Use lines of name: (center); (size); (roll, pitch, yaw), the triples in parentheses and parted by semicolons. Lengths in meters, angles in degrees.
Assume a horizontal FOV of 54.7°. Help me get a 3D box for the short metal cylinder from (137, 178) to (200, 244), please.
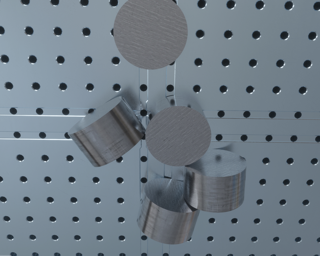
short metal cylinder: (0.013, 0.112, 0.425); (0.081, 0.080, 0.050); (12, 110, -5)

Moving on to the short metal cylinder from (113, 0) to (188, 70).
short metal cylinder: (-0.010, -0.112, 0.359); (0.081, 0.050, 0.079); (0, 110, 0)

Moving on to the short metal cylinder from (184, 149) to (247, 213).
short metal cylinder: (0.071, 0.067, 0.409); (0.081, 0.080, 0.050); (-2, 110, 0)

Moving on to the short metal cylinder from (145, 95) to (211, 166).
short metal cylinder: (0.022, 0.003, 0.401); (0.081, 0.050, 0.079); (0, 110, 0)

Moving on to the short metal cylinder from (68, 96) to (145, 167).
short metal cylinder: (-0.065, 0.003, 0.385); (0.080, 0.080, 0.050); (-30, 108, 10)
